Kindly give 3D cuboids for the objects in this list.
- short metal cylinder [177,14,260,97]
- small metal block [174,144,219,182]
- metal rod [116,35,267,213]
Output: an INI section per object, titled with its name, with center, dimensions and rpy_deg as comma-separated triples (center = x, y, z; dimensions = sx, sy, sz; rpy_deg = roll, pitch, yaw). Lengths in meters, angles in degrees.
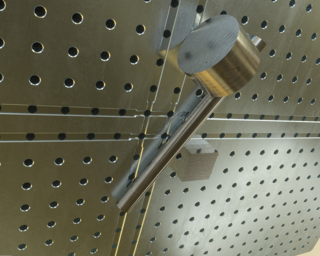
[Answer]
[short metal cylinder]
center = 0.068, -0.083, 0.361
dimensions = 0.080, 0.080, 0.050
rpy_deg = -49, 129, 6
[small metal block]
center = 0.056, 0.053, 0.474
dimensions = 0.050, 0.025, 0.050
rpy_deg = 0, 118, -29
[metal rod]
center = 0.039, 0.000, 0.432
dimensions = 0.025, 0.025, 0.299
rpy_deg = 33, 100, -38
